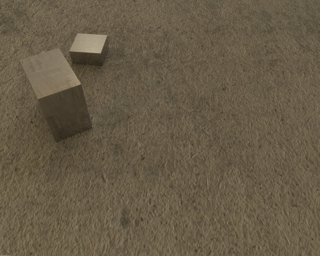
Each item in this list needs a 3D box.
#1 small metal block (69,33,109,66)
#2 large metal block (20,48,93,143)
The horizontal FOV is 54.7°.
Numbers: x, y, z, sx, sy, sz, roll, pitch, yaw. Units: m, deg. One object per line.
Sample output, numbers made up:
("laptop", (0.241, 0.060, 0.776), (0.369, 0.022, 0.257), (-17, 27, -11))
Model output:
("small metal block", (-0.115, -0.130, 0.511), (0.050, 0.025, 0.050), (5, 50, 3))
("large metal block", (-0.133, -0.042, 0.401), (0.050, 0.080, 0.080), (-24, 54, -19))
